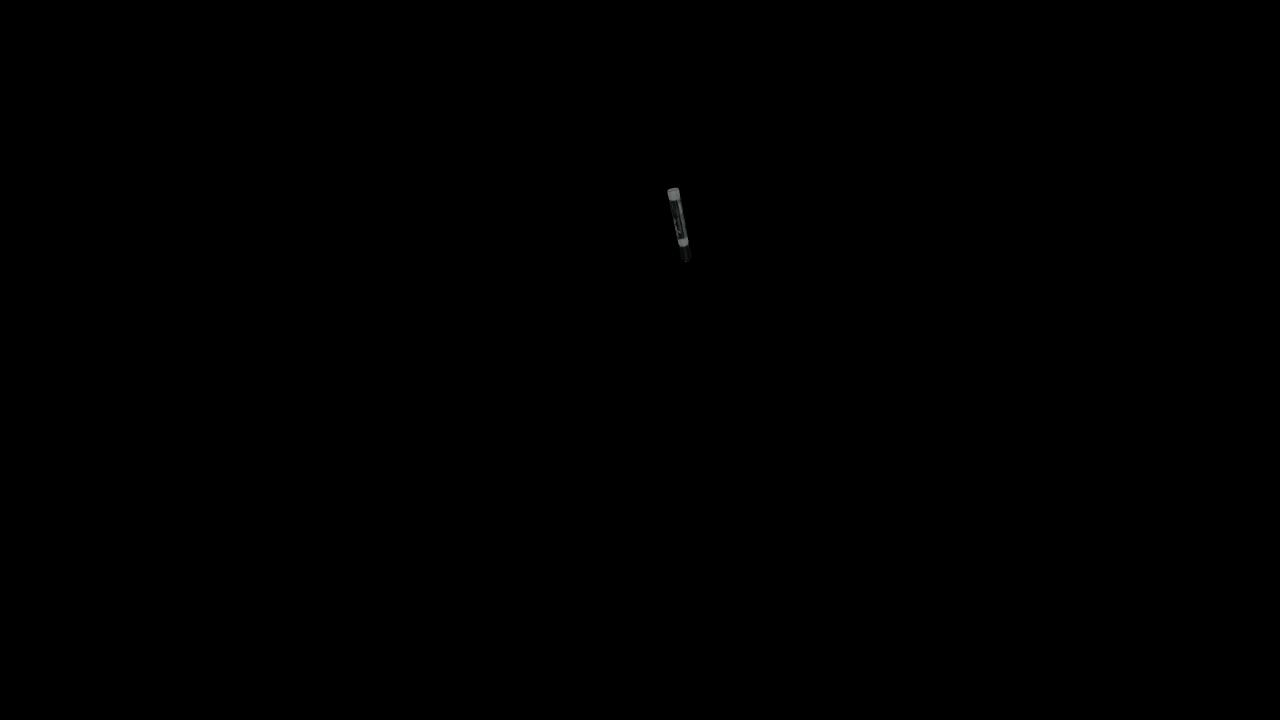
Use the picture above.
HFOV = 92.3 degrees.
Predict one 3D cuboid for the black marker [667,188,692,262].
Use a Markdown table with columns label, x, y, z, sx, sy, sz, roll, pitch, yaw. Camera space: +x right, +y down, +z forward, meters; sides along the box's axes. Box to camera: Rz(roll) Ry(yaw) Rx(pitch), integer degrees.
| label | x | y | z | sx | sy | sz | roll | pitch | yaw |
| --- | --- | --- | --- | --- | --- | --- | --- | --- | --- |
| black marker | 0.065 | -0.215 | 0.988 | 0.020 | 0.121 | 0.020 | -11 | 30 | 6 |
